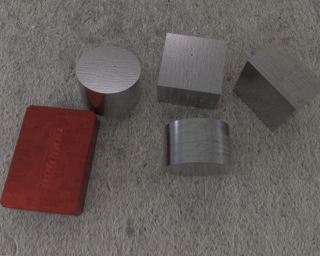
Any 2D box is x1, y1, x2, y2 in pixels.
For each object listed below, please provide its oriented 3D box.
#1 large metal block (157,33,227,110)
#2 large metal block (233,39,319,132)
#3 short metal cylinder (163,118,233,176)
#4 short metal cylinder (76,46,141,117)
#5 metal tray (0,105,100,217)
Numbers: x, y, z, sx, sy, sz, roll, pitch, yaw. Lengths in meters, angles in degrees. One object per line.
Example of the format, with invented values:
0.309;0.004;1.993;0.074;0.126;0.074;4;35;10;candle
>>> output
0.043;-0.076;0.423;0.080;0.050;0.080;9;70;3;large metal block
0.148;-0.051;0.399;0.050;0.080;0.080;-36;74;-12;large metal block
0.044;0.026;0.370;0.080;0.080;0.050;1;70;0;short metal cylinder
-0.066;-0.062;0.408;0.081;0.050;0.080;3;58;-4;short metal cylinder
-0.133;0.039;0.390;0.091;0.030;0.130;6;70;2;metal tray
